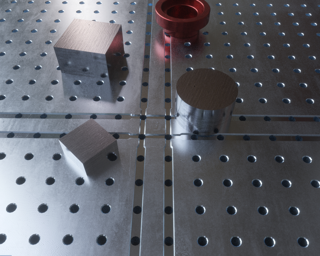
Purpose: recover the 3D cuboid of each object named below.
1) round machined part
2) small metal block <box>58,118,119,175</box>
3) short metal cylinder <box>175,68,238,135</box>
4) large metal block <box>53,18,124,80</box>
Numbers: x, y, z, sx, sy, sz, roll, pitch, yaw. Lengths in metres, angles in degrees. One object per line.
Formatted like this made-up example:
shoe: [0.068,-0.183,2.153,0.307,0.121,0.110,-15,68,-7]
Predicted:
round machined part: [0.040,-0.201,0.566,0.099,0.042,0.098,0,50,0]
small metal block: [-0.089,0.022,0.388,0.050,0.025,0.050,-37,60,-27]
short metal cylinder: [0.061,-0.036,0.423,0.081,0.050,0.080,0,50,0]
large metal block: [-0.110,-0.128,0.497,0.080,0.050,0.080,10,51,7]
